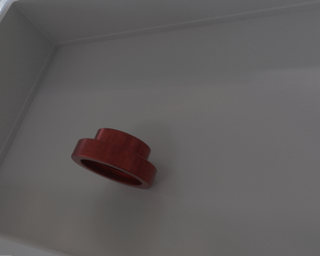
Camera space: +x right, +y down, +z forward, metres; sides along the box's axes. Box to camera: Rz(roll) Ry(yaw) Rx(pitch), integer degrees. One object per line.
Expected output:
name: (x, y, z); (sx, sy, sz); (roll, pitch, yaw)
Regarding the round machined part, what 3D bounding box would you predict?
round machined part: (-0.050, 0.034, 0.365); (0.098, 0.098, 0.042); (7, 65, 31)
